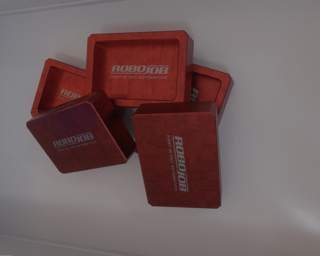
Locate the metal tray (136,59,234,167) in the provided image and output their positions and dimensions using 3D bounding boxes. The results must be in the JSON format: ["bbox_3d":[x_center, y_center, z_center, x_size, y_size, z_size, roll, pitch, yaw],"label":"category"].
[{"bbox_3d":[0.029,-0.016,0.395,0.090,0.030,0.129,20,97,18],"label":"metal tray"}]

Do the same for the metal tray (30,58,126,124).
[{"bbox_3d":[-0.115,-0.038,0.444,0.130,0.030,0.089,21,97,18],"label":"metal tray"}]

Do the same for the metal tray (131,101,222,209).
[{"bbox_3d":[0.024,0.035,0.363,0.090,0.030,0.129,-2,118,14],"label":"metal tray"}]

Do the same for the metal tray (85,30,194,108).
[{"bbox_3d":[-0.027,-0.070,0.383,0.130,0.030,0.089,4,91,19],"label":"metal tray"}]

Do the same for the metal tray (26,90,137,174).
[{"bbox_3d":[-0.104,0.010,0.405,0.130,0.030,0.090,-13,115,34],"label":"metal tray"}]
